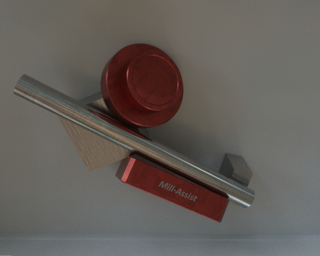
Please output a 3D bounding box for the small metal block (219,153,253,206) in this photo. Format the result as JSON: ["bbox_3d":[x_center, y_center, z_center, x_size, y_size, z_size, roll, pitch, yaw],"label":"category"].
[{"bbox_3d":[0.099,0.069,0.423,0.025,0.050,0.050,14,110,-5],"label":"small metal block"}]

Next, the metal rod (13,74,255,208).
[{"bbox_3d":[-0.020,0.021,0.362,0.301,0.025,0.025,27,108,-10],"label":"metal rod"}]

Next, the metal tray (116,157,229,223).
[{"bbox_3d":[0.011,0.076,0.400,0.131,0.090,0.030,25,81,-10],"label":"metal tray"}]

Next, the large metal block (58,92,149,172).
[{"bbox_3d":[-0.067,-0.002,0.394,0.080,0.050,0.080,-21,109,7],"label":"large metal block"}]

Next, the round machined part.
[{"bbox_3d":[-0.014,-0.050,0.354,0.099,0.042,0.097,4,82,-28],"label":"round machined part"}]
